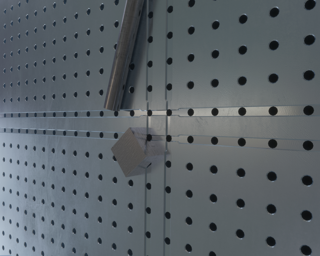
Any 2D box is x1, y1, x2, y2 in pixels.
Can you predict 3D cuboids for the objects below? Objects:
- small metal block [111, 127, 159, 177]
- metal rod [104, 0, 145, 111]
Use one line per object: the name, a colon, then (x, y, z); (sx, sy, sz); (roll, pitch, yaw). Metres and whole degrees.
small metal block: (-0.037, 0.034, 0.440); (0.050, 0.025, 0.050); (-47, 62, 30)
metal rod: (-0.037, -0.170, 0.439); (0.025, 0.025, 0.298); (23, 104, 37)
